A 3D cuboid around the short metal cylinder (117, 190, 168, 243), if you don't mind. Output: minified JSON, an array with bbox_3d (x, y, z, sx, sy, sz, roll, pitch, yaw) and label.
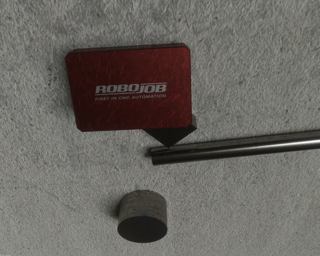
[{"bbox_3d":[-0.028,0.148,0.517,0.081,0.050,0.079,0,130,0],"label":"short metal cylinder"}]

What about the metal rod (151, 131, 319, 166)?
[{"bbox_3d":[0.139,0.025,0.429,0.302,0.025,0.025,-6,130,5],"label":"metal rod"}]

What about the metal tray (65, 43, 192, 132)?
[{"bbox_3d":[-0.031,-0.045,0.348,0.131,0.030,0.089,-3,112,2],"label":"metal tray"}]

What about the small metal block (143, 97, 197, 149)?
[{"bbox_3d":[0.012,-0.007,0.401,0.050,0.025,0.050,-37,122,27],"label":"small metal block"}]
